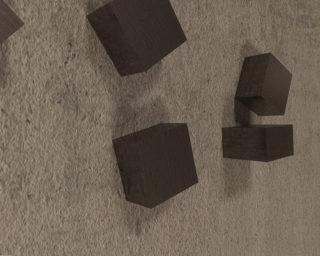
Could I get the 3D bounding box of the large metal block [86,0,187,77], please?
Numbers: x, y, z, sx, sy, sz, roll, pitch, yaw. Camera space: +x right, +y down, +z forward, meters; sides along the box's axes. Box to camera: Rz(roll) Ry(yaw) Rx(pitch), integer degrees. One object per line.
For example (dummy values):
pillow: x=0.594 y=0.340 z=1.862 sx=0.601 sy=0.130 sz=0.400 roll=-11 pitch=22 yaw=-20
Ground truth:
large metal block: x=-0.025 y=-0.119 z=0.369 sx=0.080 sy=0.050 sz=0.080 roll=-44 pitch=117 yaw=-31

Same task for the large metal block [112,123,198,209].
large metal block: x=-0.004 y=0.042 z=0.387 sx=0.081 sy=0.050 sz=0.079 roll=-20 pitch=103 yaw=-39

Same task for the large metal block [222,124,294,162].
large metal block: x=0.159 y=0.022 z=0.506 sx=0.081 sy=0.080 sz=0.050 roll=-6 pitch=94 yaw=-40

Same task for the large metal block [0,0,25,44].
large metal block: x=-0.174 y=-0.085 z=0.243 sx=0.080 sy=0.050 sz=0.080 roll=50 pitch=60 yaw=-29

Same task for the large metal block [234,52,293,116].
large metal block: x=0.184 y=-0.074 z=0.546 sx=0.080 sy=0.050 sz=0.080 roll=28 pitch=73 yaw=-37
